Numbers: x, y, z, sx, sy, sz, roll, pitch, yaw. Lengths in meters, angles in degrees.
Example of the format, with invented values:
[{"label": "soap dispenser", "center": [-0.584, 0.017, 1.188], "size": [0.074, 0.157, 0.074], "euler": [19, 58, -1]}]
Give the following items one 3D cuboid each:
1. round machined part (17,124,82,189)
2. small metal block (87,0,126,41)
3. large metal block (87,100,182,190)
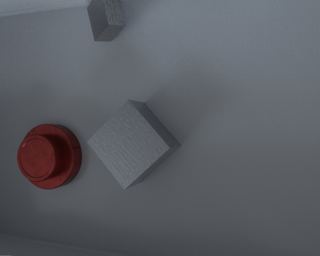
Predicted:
[{"label": "round machined part", "center": [-0.170, 0.043, 0.460], "size": [0.098, 0.042, 0.097], "euler": [0, 90, 19]}, {"label": "small metal block", "center": [-0.074, -0.152, 0.422], "size": [0.050, 0.025, 0.050], "euler": [-20, 82, 55]}, {"label": "large metal block", "center": [-0.033, 0.021, 0.408], "size": [0.080, 0.050, 0.080], "euler": [-44, 77, 14]}]
